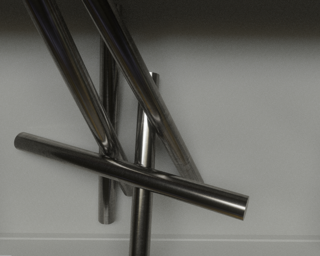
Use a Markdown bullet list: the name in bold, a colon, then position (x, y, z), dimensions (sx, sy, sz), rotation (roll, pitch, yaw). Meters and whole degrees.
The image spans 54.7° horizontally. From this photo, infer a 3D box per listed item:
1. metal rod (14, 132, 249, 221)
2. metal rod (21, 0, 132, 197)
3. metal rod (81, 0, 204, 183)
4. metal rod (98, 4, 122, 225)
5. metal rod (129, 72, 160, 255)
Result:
- **metal rod**: position (-0.051, 0.048, 0.362), dimensions (0.301, 0.025, 0.025), rotation (13, 112, 22)
- **metal rod**: position (-0.074, -0.017, 0.344), dimensions (0.025, 0.025, 0.299), rotation (-13, 133, 5)
- **metal rod**: position (-0.005, -0.022, 0.350), dimensions (0.025, 0.025, 0.299), rotation (-22, 129, 8)
- **metal rod**: position (-0.068, -0.004, 0.409), dimensions (0.025, 0.025, 0.298), rotation (4, 110, -2)
- **metal rod**: position (-0.021, 0.081, 0.374), dimensions (0.025, 0.025, 0.298), rotation (3, 85, -1)
